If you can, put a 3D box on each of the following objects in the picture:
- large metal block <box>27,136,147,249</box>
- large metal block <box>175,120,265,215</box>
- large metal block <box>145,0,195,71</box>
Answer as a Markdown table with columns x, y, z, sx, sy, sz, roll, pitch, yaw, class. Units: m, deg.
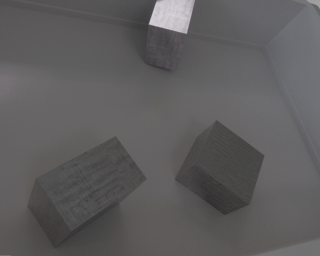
| x | y | z | sx | sy | sz | roll | pitch | yaw | class |
| --- | --- | --- | --- | --- | --- | --- | --- | --- | --- |
| -0.071 | 0.062 | 0.294 | 0.081 | 0.080 | 0.050 | -30 | 78 | -38 | large metal block |
| 0.079 | 0.051 | 0.401 | 0.080 | 0.050 | 0.080 | 36 | 51 | -4 | large metal block |
| 0.014 | -0.144 | 0.452 | 0.050 | 0.080 | 0.080 | 14 | 63 | 0 | large metal block |
